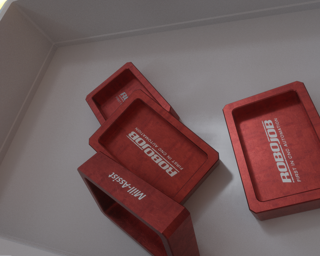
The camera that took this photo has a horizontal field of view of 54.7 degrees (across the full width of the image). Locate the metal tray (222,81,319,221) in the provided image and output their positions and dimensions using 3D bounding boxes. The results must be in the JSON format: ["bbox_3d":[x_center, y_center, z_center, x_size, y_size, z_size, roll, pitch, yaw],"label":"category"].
[{"bbox_3d":[0.125,0.021,0.323,0.090,0.030,0.130,-19,54,17],"label":"metal tray"}]

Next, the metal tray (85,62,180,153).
[{"bbox_3d":[-0.043,-0.029,0.442,0.090,0.030,0.130,-39,51,1],"label":"metal tray"}]

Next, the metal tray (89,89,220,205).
[{"bbox_3d":[-0.008,0.027,0.362,0.130,0.030,0.090,40,84,19],"label":"metal tray"}]

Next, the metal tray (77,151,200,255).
[{"bbox_3d":[-0.023,0.087,0.319,0.130,0.090,0.030,26,55,37],"label":"metal tray"}]
